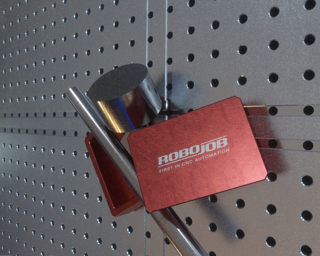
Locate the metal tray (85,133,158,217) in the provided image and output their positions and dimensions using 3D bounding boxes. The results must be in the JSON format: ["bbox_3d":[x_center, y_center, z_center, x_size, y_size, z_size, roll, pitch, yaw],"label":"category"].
[{"bbox_3d":[-0.054,0.049,0.445,0.090,0.030,0.130,-39,67,33],"label":"metal tray"}]

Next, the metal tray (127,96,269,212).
[{"bbox_3d":[0.038,0.030,0.336,0.130,0.030,0.090,-19,77,13],"label":"metal tray"}]

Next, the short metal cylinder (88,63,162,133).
[{"bbox_3d":[-0.044,-0.039,0.397,0.080,0.080,0.050,11,139,39],"label":"short metal cylinder"}]

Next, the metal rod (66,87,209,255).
[{"bbox_3d":[-0.045,0.045,0.402,0.300,0.025,0.025,49,119,28],"label":"metal rod"}]

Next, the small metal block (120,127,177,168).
[{"bbox_3d":[-0.014,0.024,0.399,0.050,0.050,0.025,48,119,29],"label":"small metal block"}]
